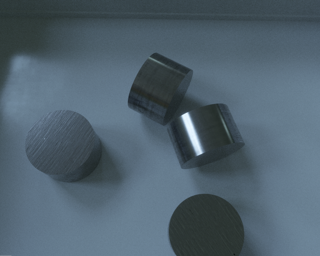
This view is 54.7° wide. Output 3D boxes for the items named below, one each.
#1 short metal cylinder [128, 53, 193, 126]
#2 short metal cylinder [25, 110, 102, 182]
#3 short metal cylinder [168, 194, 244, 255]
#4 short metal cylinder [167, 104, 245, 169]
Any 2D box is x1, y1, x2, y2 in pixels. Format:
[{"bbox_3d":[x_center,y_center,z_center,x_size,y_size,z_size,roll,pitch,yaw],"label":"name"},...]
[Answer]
[{"bbox_3d":[0.001,-0.049,0.399,0.050,0.080,0.080,28,72,9],"label":"short metal cylinder"},{"bbox_3d":[-0.117,0.024,0.386,0.081,0.050,0.080,0,70,0],"label":"short metal cylinder"},{"bbox_3d":[0.050,0.119,0.354,0.081,0.050,0.080,0,70,0],"label":"short metal cylinder"},{"bbox_3d":[0.055,0.012,0.377,0.081,0.080,0.050,-18,71,-7],"label":"short metal cylinder"}]
